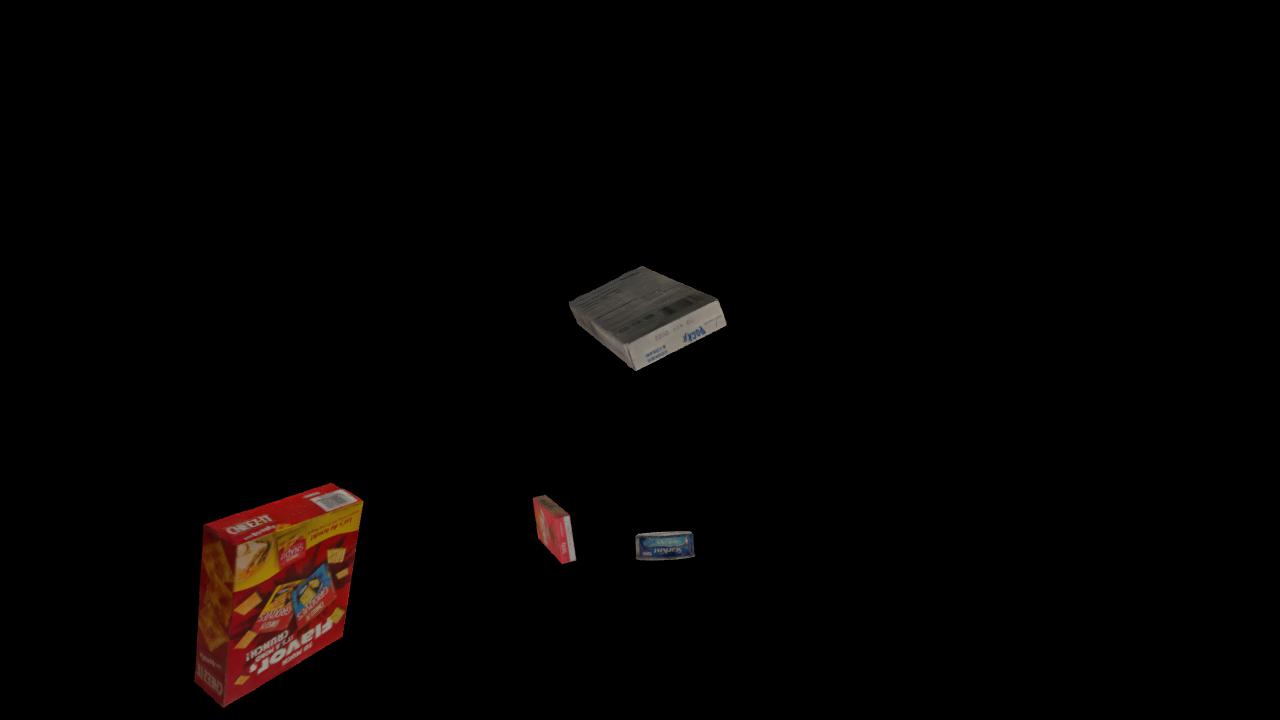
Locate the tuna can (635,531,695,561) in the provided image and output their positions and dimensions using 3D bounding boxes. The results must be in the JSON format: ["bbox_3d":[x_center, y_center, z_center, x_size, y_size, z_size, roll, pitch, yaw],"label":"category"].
[{"bbox_3d":[0.035,0.261,0.868,0.084,0.034,0.084,-2,-13,-1],"label":"tuna can"}]

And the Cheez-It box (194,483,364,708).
[{"bbox_3d":[-0.451,0.286,0.774,0.071,0.223,0.166,20,15,24],"label":"Cheez-It box"}]

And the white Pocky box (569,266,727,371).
[{"bbox_3d":[-0.001,-0.040,0.518,0.084,0.028,0.154,-27,25,-12],"label":"white Pocky box"}]

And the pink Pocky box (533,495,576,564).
[{"bbox_3d":[-0.157,0.303,1.114,0.029,0.084,0.155,-9,6,-24],"label":"pink Pocky box"}]
